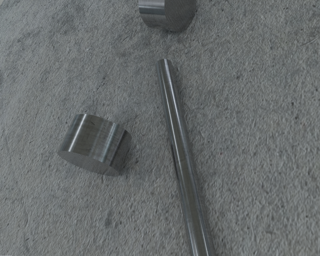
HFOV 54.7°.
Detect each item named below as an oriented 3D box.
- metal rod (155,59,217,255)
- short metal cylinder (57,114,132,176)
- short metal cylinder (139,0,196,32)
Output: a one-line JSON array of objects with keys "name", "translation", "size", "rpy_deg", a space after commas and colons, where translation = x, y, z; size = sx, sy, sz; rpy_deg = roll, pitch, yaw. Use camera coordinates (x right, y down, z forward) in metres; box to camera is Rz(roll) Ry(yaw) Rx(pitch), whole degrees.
[{"name": "metal rod", "translation": [0.026, 0.029, 0.372], "size": [0.025, 0.025, 0.299], "rpy_deg": [-21, 54, 16]}, {"name": "short metal cylinder", "translation": [-0.082, 0.024, 0.397], "size": [0.080, 0.080, 0.050], "rpy_deg": [4, 64, 30]}, {"name": "short metal cylinder", "translation": [0.013, -0.193, 0.480], "size": [0.050, 0.080, 0.080], "rpy_deg": [20, 72, 35]}]
